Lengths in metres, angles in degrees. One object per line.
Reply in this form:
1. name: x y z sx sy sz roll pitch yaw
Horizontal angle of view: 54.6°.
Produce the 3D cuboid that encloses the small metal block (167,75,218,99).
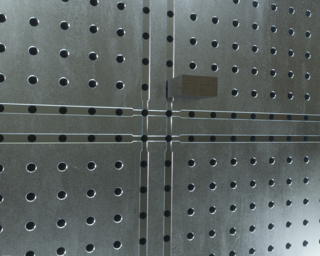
1. small metal block: 0.042 -0.054 0.415 0.050 0.050 0.025 0 90 -20
